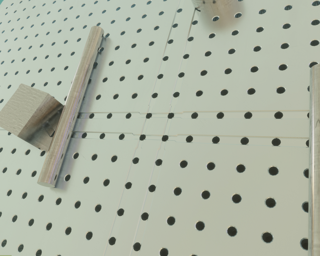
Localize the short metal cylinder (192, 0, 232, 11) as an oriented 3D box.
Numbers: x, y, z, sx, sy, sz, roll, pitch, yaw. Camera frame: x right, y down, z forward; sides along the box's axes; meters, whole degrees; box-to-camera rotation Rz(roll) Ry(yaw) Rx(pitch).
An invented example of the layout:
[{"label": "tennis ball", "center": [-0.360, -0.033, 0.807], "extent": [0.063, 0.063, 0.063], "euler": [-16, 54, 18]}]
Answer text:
[{"label": "short metal cylinder", "center": [0.081, -0.235, 0.493], "extent": [0.080, 0.050, 0.080], "euler": [-13, 56, 20]}]

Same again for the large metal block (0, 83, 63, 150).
[{"label": "large metal block", "center": [-0.214, -0.020, 0.514], "extent": [0.080, 0.050, 0.080], "euler": [20, 72, 35]}]

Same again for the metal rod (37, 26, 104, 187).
[{"label": "metal rod", "center": [-0.139, -0.050, 0.509], "extent": [0.025, 0.025, 0.299], "euler": [-4, 60, 26]}]

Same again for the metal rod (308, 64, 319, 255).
[{"label": "metal rod", "center": [0.152, 0.066, 0.287], "extent": [0.025, 0.025, 0.300], "euler": [0, 61, 27]}]
